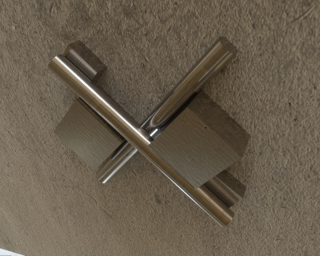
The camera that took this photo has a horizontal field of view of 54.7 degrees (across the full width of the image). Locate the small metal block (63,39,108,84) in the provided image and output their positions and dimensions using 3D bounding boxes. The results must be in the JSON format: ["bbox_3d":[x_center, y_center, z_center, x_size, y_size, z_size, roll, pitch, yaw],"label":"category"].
[{"bbox_3d":[-0.106,-0.080,0.416,0.050,0.025,0.050,44,129,-3],"label":"small metal block"}]

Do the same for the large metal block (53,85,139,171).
[{"bbox_3d":[-0.090,0.001,0.438,0.080,0.050,0.080,45,129,-3],"label":"large metal block"}]

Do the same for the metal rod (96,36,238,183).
[{"bbox_3d":[-0.011,-0.003,0.413,0.025,0.025,0.298,43,129,-2],"label":"metal rod"}]

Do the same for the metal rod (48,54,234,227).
[{"bbox_3d":[-0.023,0.017,0.398,0.300,0.025,0.025,43,129,-2],"label":"metal rod"}]

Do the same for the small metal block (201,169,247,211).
[{"bbox_3d":[0.079,0.083,0.419,0.050,0.025,0.050,40,129,1],"label":"small metal block"}]

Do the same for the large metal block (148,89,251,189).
[{"bbox_3d":[0.047,0.015,0.376,0.080,0.050,0.080,43,129,-2],"label":"large metal block"}]
